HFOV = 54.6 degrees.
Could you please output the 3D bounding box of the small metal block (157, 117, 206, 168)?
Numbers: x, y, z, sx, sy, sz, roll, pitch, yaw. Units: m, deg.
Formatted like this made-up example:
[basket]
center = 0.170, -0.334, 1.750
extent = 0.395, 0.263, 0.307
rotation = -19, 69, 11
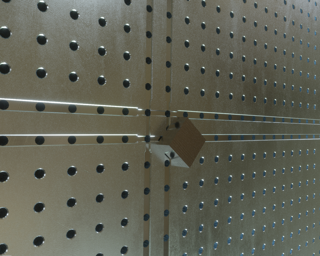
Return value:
[small metal block]
center = 0.031, 0.020, 0.434
extent = 0.050, 0.025, 0.050
rotation = 49, 61, -29
